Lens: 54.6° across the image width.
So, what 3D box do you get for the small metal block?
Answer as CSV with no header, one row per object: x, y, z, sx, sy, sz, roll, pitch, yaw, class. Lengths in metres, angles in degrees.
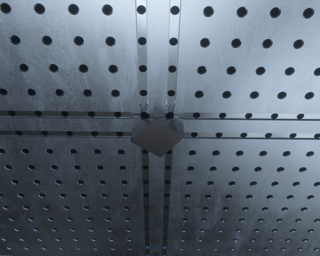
-0.003,0.007,0.417,0.050,0.025,0.050,31,124,-24,small metal block
